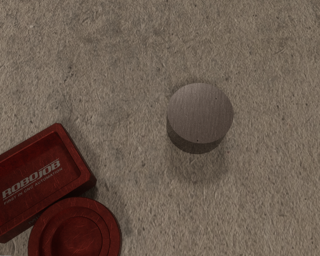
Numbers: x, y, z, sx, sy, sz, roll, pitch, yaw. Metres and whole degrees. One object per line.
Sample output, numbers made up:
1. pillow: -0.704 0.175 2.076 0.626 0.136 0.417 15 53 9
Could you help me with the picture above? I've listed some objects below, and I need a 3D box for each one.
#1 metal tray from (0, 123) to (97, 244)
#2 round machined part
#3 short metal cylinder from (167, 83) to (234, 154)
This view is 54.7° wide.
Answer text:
1. metal tray: -0.156 0.064 0.375 0.131 0.030 0.090 -32 67 -12
2. round machined part: -0.092 0.130 0.351 0.099 0.042 0.098 0 70 -1
3. short metal cylinder: 0.049 -0.011 0.400 0.081 0.050 0.080 0 70 0
